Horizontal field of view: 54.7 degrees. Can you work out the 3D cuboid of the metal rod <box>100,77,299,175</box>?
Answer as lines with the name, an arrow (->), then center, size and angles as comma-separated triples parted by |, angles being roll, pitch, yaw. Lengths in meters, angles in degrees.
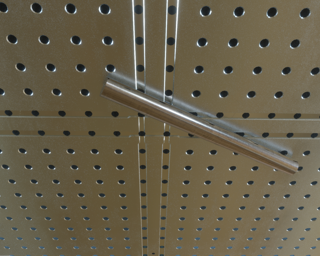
metal rod -> 0.065, 0.005, 0.416 | 0.302, 0.025, 0.025 | 22, 127, -19
